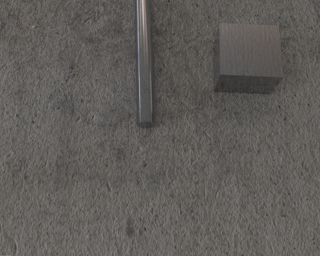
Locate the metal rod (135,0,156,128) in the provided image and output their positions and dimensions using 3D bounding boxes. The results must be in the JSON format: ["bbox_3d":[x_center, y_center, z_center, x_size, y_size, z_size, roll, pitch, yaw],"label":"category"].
[{"bbox_3d":[-0.024,-0.144,0.460,0.025,0.025,0.299,-2,70,-1],"label":"metal rod"}]

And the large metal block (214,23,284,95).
[{"bbox_3d":[0.119,-0.095,0.431,0.080,0.050,0.080,3,70,1],"label":"large metal block"}]
